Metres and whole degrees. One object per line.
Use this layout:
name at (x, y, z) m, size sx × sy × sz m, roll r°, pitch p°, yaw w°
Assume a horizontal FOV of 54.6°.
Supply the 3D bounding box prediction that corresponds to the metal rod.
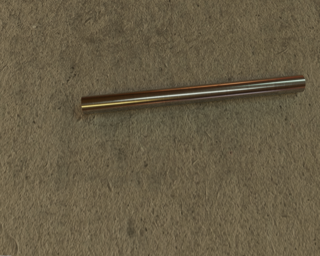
metal rod at (0.046, -0.046, 0.425) m, size 0.302 × 0.025 × 0.025 m, roll -6°, pitch 70°, yaw -2°
